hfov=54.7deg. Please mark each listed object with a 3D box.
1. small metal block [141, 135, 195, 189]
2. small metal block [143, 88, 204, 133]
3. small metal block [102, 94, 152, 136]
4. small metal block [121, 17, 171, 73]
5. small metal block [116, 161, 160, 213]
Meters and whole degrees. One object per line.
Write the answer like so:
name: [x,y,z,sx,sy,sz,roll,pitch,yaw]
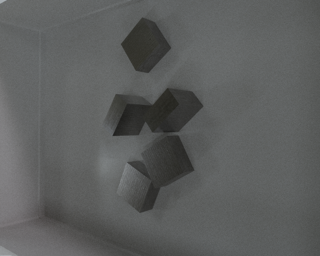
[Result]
small metal block: [0.009,0.043,0.398,0.050,0.025,0.050,-36,68,33]
small metal block: [0.016,-0.020,0.376,0.050,0.050,0.025,-47,62,29]
small metal block: [-0.044,-0.017,0.425,0.025,0.050,0.050,41,115,32]
small metal block: [-0.020,-0.112,0.421,0.050,0.025,0.050,-42,65,31]
small metal block: [-0.028,0.080,0.428,0.050,0.025,0.050,30,109,35]
